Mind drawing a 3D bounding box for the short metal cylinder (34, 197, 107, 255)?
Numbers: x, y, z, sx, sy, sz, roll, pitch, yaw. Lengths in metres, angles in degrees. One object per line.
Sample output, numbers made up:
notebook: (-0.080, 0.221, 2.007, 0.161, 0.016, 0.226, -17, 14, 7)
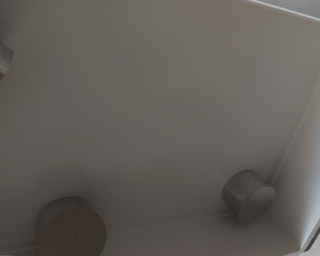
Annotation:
short metal cylinder: (-0.115, 0.134, 0.395, 0.081, 0.050, 0.079, -2, 94, -27)

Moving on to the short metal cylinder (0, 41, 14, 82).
short metal cylinder: (-0.168, -0.049, 0.251, 0.080, 0.080, 0.050, -46, 130, 3)

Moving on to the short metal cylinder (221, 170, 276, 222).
short metal cylinder: (0.159, 0.122, 0.558, 0.081, 0.050, 0.079, -14, 125, -21)
